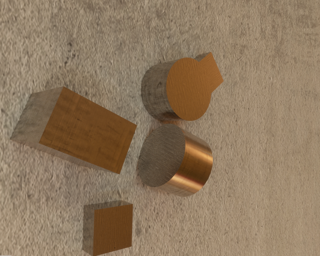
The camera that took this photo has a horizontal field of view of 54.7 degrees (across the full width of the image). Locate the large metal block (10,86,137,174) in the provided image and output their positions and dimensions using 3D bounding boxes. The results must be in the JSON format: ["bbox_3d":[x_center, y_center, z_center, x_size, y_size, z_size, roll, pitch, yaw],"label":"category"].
[{"bbox_3d":[-0.084,0.004,0.300,0.080,0.080,0.050,29,72,-37],"label":"large metal block"}]

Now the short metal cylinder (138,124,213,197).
[{"bbox_3d":[0.018,0.041,0.386,0.050,0.080,0.080,27,73,-37],"label":"short metal cylinder"}]

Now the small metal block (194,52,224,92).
[{"bbox_3d":[0.063,-0.077,0.459,0.050,0.025,0.050,-44,117,-31],"label":"small metal block"}]

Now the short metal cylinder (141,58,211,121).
[{"bbox_3d":[0.022,-0.049,0.409,0.081,0.050,0.079,0,90,-40],"label":"short metal cylinder"}]

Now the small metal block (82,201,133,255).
[{"bbox_3d":[-0.060,0.113,0.357,0.050,0.025,0.050,2,89,-40],"label":"small metal block"}]
